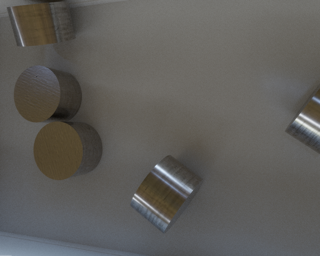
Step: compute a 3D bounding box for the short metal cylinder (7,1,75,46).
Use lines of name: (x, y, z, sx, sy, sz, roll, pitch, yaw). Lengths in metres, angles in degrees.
short metal cylinder: (-0.163, -0.146, 0.432, 0.080, 0.080, 0.050, 3, 114, 20)

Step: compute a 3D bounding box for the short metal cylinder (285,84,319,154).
short metal cylinder: (0.175, -0.014, 0.319, 0.050, 0.080, 0.080, 37, 102, 16)

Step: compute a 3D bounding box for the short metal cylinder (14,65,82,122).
short metal cylinder: (-0.164, -0.048, 0.455, 0.080, 0.050, 0.080, 0, 90, 20)

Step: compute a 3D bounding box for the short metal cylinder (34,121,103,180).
short metal cylinder: (-0.131, 0.031, 0.443, 0.080, 0.050, 0.080, 0, 90, 20)

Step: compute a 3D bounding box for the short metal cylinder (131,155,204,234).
short metal cylinder: (0.010, 0.080, 0.378, 0.050, 0.080, 0.080, 35, 101, 16)
